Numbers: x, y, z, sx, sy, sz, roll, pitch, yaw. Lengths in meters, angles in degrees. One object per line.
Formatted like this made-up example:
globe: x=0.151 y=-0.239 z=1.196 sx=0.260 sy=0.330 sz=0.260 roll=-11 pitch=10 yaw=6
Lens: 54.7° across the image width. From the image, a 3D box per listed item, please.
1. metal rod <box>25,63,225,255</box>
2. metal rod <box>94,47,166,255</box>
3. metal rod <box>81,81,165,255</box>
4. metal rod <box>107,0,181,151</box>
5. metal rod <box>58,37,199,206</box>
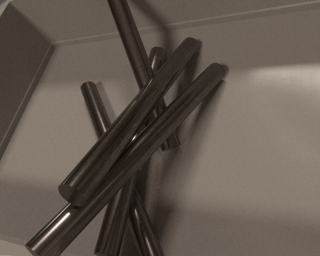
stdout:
metal rod: x=-0.009 y=0.011 z=0.325 sx=0.025 sy=0.025 sz=0.301 roll=15 pitch=45 yaw=34
metal rod: x=-0.028 y=0.006 z=0.393 sx=0.025 sy=0.025 sz=0.300 roll=-6 pitch=52 yaw=25
metal rod: x=-0.061 y=0.038 z=0.412 sx=0.025 sy=0.025 sz=0.300 roll=-33 pitch=52 yaw=6
metal rod: x=-0.037 y=-0.114 z=0.409 sx=0.025 sy=0.025 sz=0.299 roll=-23 pitch=80 yaw=14
metal rod: x=-0.012 y=-0.035 z=0.351 sx=0.025 sy=0.025 sz=0.301 roll=0 pitch=36 yaw=28
